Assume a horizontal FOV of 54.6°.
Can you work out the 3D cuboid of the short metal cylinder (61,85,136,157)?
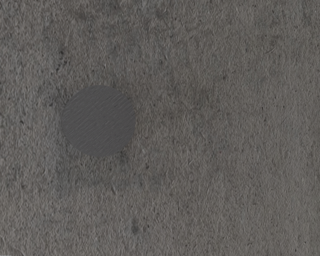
[{"bbox_3d":[-0.075,-0.008,0.368,0.081,0.050,0.080,0,90,-20],"label":"short metal cylinder"}]
